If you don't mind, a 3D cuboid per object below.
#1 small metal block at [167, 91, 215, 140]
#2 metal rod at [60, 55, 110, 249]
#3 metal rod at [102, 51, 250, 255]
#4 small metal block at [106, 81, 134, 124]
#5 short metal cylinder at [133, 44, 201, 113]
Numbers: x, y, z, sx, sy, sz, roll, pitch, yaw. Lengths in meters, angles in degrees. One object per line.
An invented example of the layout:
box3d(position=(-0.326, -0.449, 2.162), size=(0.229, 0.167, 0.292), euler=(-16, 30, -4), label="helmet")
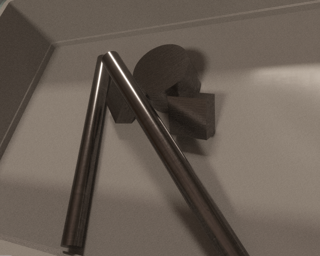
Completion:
box3d(position=(0.038, -0.016, 0.376), size=(0.050, 0.050, 0.025), euler=(9, 24, 31), label="small metal block")
box3d(position=(-0.100, 0.014, 0.447), size=(0.025, 0.025, 0.299), euler=(-11, 57, 22), label="metal rod")
box3d(position=(0.004, 0.018, 0.354), size=(0.025, 0.025, 0.299), euler=(-35, 63, 5), label="metal rod")
box3d(position=(-0.052, -0.042, 0.440), size=(0.050, 0.025, 0.050), euler=(60, 137, 38), label="small metal block")
box3d(position=(0.010, -0.067, 0.424), size=(0.080, 0.050, 0.080), euler=(-13, 56, 20), label="short metal cylinder")
